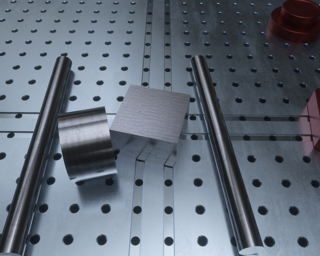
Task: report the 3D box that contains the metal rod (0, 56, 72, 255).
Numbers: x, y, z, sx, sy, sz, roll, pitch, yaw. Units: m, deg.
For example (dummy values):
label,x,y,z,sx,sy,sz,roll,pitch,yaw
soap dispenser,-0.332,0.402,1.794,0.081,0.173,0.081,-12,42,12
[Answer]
label,x,y,z,sx,sy,sz,roll,pitch,yaw
metal rod,-0.149,0.010,0.396,0.025,0.025,0.300,-1,50,-1

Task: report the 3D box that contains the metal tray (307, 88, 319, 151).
label,x,y,z,sx,sy,sz,roll,pitch,yaw
metal tray,0.273,-0.005,0.411,0.131,0.030,0.090,9,50,6

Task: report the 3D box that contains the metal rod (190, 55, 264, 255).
label,x,y,z,sx,sy,sz,roll,pitch,yaw
metal rod,0.076,0.007,0.402,0.025,0.025,0.300,-4,50,-4

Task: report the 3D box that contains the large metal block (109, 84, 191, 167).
label,x,y,z,sx,sy,sz,roll,pitch,yaw
large metal block,-0.010,-0.004,0.395,0.080,0.050,0.080,11,51,9

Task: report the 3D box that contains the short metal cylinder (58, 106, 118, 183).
label,x,y,z,sx,sy,sz,roll,pitch,yaw
short metal cylinder,-0.081,0.018,0.356,0.050,0.080,0.080,-11,51,-9

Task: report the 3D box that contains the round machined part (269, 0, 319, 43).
label,x,y,z,sx,sy,sz,roll,pitch,yaw
round machined part,0.255,-0.203,0.570,0.099,0.042,0.098,0,50,0
